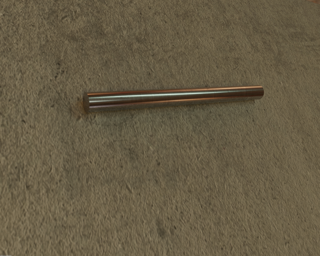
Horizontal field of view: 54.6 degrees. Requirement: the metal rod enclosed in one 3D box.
[{"bbox_3d":[0.039,-0.046,0.452,0.302,0.025,0.025,-7,65,-31],"label":"metal rod"}]
